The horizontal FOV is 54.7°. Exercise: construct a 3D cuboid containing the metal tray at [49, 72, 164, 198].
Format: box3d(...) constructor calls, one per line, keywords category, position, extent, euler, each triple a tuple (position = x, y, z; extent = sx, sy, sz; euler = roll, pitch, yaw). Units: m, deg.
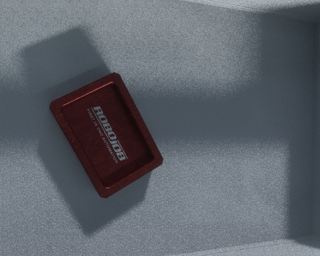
box3d(category="metal tray", position=(-0.065, 0.008, 0.384), extent=(0.091, 0.030, 0.129), euler=(-30, 100, -18))
